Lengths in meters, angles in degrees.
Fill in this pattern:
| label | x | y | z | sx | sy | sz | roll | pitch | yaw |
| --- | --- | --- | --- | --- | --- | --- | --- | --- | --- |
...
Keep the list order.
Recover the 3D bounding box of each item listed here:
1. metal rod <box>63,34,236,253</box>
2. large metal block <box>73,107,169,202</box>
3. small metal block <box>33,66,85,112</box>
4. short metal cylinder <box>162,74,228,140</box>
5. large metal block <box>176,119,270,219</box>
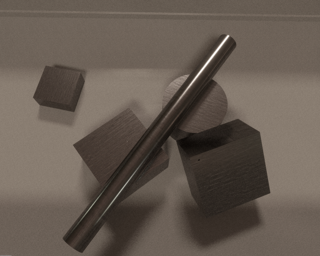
| label | x | y | z | sx | sy | sz | roll | pitch | yaw |
| --- | --- | --- | --- | --- | --- | --- | --- | --- | --- |
| metal rod | -0.001 | 0.004 | 0.355 | 0.025 | 0.025 | 0.300 | 34 | 73 | 11 |
| large metal block | -0.046 | 0.036 | 0.383 | 0.080 | 0.050 | 0.080 | -35 | 74 | -12 |
| small metal block | -0.138 | -0.054 | 0.428 | 0.050 | 0.025 | 0.050 | 12 | 70 | 4 |
| short metal cylinder | 0.043 | -0.023 | 0.405 | 0.081 | 0.050 | 0.080 | 0 | 70 | 0 |
| large metal block | 0.073 | 0.045 | 0.360 | 0.081 | 0.050 | 0.080 | -19 | 111 | -7 |
